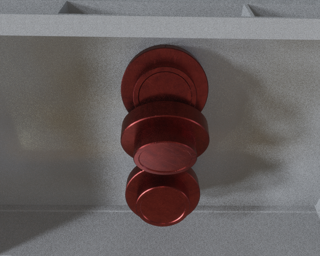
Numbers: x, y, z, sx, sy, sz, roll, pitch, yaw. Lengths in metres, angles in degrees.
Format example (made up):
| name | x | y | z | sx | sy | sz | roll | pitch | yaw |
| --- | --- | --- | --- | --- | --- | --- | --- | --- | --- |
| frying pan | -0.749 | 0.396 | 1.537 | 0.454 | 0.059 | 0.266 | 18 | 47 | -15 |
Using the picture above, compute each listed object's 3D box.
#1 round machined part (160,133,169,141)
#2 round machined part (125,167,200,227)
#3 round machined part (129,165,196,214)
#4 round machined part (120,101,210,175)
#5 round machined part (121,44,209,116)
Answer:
| name | x | y | z | sx | sy | sz | roll | pitch | yaw |
| --- | --- | --- | --- | --- | --- | --- | --- | --- | --- |
| round machined part | 0.002 | 0.018 | 0.411 | 0.099 | 0.042 | 0.097 | 0 | 129 | 0 |
| round machined part | 0.004 | 0.090 | 0.405 | 0.099 | 0.042 | 0.097 | 0 | 119 | 0 |
| round machined part | 0.004 | 0.096 | 0.460 | 0.099 | 0.042 | 0.098 | 0 | 145 | 0 |
| round machined part | 0.005 | 0.018 | 0.344 | 0.099 | 0.042 | 0.097 | 0 | 143 | 0 |
| round machined part | 0.005 | -0.041 | 0.347 | 0.099 | 0.042 | 0.097 | 0 | 114 | -1 |
